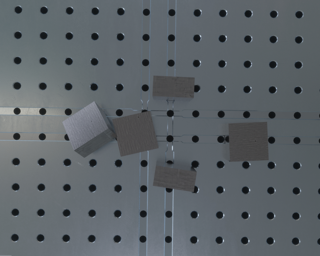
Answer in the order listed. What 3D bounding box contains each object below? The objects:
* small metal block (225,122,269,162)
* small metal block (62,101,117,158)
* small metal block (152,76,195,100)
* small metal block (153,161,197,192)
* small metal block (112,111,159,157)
[{"bbox_3d":[0.115,0.018,0.414,0.050,0.025,0.050,-2,90,0],"label":"small metal block"},{"bbox_3d":[-0.091,0.002,0.401,0.050,0.025,0.050,-33,58,0],"label":"small metal block"},{"bbox_3d":[0.017,-0.050,0.401,0.050,0.050,0.025,3,90,0],"label":"small metal block"},{"bbox_3d":[0.018,0.062,0.401,0.050,0.050,0.025,9,90,0],"label":"small metal block"},{"bbox_3d":[-0.032,0.007,0.413,0.050,0.025,0.050,-13,90,0],"label":"small metal block"}]
